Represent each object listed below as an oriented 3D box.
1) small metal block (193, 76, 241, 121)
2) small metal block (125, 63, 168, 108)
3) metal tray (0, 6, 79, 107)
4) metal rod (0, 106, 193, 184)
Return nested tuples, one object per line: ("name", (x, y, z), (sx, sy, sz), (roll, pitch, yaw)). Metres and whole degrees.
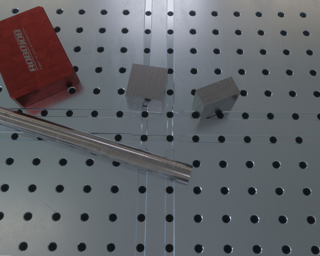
("small metal block", (0.073, -0.038, 0.413), (0.050, 0.050, 0.025), (-21, 72, -8))
("small metal block", (-0.017, -0.059, 0.433), (0.050, 0.025, 0.050), (9, 70, 3))
("metal tray", (-0.185, -0.105, 0.446), (0.090, 0.030, 0.130), (-26, 72, -9))
("metal rod", (-0.106, 0.016, 0.404), (0.301, 0.025, 0.025), (17, 71, 6))
